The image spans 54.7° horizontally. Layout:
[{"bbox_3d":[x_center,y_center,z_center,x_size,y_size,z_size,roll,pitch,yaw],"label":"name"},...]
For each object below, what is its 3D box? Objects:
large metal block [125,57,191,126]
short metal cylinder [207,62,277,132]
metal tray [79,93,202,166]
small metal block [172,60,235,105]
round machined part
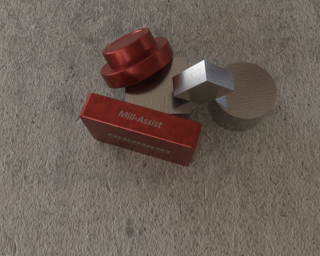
[{"bbox_3d":[-0.004,-0.046,0.414,0.081,0.050,0.080,-1,70,-1],"label":"large metal block"},{"bbox_3d":[0.106,-0.040,0.412,0.081,0.050,0.080,0,70,0],"label":"short metal cylinder"},{"bbox_3d":[-0.021,0.005,0.372,0.131,0.090,0.030,16,71,5],"label":"metal tray"},{"bbox_3d":[0.051,-0.052,0.367,0.050,0.050,0.025,11,67,-41],"label":"small metal block"},{"bbox_3d":[-0.036,-0.096,0.405,0.098,0.098,0.042,-35,118,-12],"label":"round machined part"}]
